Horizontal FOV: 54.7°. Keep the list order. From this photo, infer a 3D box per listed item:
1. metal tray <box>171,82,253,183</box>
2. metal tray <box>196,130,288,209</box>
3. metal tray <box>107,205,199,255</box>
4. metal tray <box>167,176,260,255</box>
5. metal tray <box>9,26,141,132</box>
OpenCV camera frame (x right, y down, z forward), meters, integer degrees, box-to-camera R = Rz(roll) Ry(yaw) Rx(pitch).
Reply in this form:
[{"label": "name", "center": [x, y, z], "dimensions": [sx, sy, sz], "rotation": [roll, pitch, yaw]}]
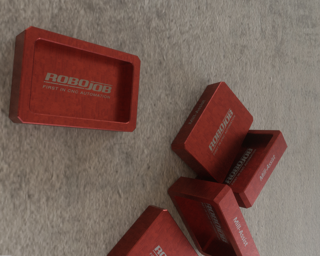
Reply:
[{"label": "metal tray", "center": [0.083, 0.006, 0.465], "dimensions": [0.090, 0.030, 0.130], "rotation": [45, 62, -23]}, {"label": "metal tray", "center": [0.121, 0.055, 0.466], "dimensions": [0.131, 0.090, 0.030], "rotation": [-46, 118, -30]}, {"label": "metal tray", "center": [0.001, 0.178, 0.405], "dimensions": [0.090, 0.030, 0.130], "rotation": [-46, 118, -30]}, {"label": "metal tray", "center": [0.073, 0.131, 0.426], "dimensions": [0.030, 0.090, 0.129], "rotation": [-40, 115, -33]}, {"label": "metal tray", "center": [-0.084, -0.045, 0.331], "dimensions": [0.131, 0.030, 0.089], "rotation": [6, 86, -40]}]
